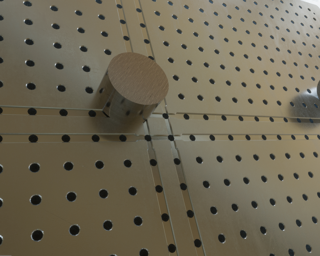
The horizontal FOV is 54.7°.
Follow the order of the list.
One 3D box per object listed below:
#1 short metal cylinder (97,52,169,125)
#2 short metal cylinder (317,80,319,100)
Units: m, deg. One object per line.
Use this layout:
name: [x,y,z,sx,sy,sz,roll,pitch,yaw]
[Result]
short metal cylinder: [-0.036,-0.051,0.404,0.081,0.050,0.080,14,56,-21]
short metal cylinder: [0.365,-0.080,0.618,0.050,0.080,0.080,-24,75,-36]
